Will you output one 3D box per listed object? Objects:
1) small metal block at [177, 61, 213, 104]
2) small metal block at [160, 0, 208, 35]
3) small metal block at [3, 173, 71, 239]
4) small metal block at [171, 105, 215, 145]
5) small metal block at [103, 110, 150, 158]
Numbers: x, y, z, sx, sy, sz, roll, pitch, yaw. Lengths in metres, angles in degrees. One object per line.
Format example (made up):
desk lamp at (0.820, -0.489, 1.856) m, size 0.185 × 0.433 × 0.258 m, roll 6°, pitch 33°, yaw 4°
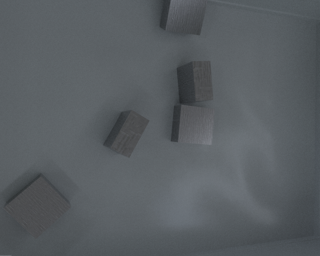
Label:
small metal block at (0.046, -0.060, 0.414) m, size 0.025 × 0.050 × 0.050 m, roll -6°, pitch 92°, yaw -20°
small metal block at (0.031, -0.154, 0.411) m, size 0.050 × 0.025 × 0.050 m, roll 1°, pitch 117°, yaw -20°
small metal block at (-0.141, 0.089, 0.359) m, size 0.050 × 0.025 × 0.050 m, roll -43°, pitch 104°, yaw -15°
small metal block at (0.045, -0.004, 0.427) m, size 0.050 × 0.025 × 0.050 m, roll 6°, pitch 88°, yaw -20°
small metal block at (-0.043, 0.007, 0.381) m, size 0.025 × 0.050 × 0.050 m, roll 31°, pitch 80°, yaw -18°
